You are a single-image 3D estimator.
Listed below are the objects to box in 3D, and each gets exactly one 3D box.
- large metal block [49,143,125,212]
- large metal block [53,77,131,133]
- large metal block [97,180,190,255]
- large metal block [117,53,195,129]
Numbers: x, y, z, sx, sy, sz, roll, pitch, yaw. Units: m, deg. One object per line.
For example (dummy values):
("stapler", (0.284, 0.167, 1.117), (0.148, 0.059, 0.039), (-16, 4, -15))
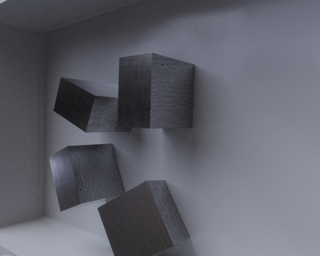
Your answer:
("large metal block", (-0.106, 0.070, 0.456), (0.050, 0.081, 0.080), (-27, 73, 36))
("large metal block", (-0.090, -0.033, 0.443), (0.080, 0.081, 0.050), (28, 108, 36))
("large metal block", (-0.021, 0.120, 0.394), (0.080, 0.050, 0.080), (-32, 70, 19))
("large metal block", (-0.003, -0.040, 0.372), (0.050, 0.081, 0.079), (3, 92, 40))
